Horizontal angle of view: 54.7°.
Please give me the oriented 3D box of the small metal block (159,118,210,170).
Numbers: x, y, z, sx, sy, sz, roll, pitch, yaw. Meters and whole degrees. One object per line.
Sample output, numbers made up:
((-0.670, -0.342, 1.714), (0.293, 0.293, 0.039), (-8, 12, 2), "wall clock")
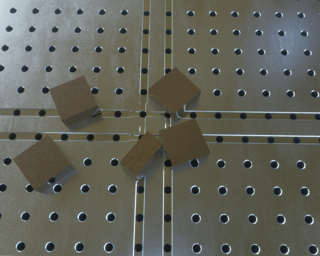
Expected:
((0.031, 0.021, 0.404), (0.050, 0.025, 0.050), (-19, 71, -7), "small metal block")

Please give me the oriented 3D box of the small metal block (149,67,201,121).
((0.020, -0.048, 0.429), (0.050, 0.025, 0.050), (-41, 75, -14), "small metal block")

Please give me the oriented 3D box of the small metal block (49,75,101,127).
((-0.116, -0.037, 0.424), (0.050, 0.025, 0.050), (-24, 72, -9), "small metal block")

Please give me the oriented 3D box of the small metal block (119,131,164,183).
((-0.021, 0.037, 0.385), (0.025, 0.050, 0.050), (37, 74, 12), "small metal block")

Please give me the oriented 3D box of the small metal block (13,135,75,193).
((-0.146, 0.046, 0.393), (0.050, 0.025, 0.050), (-38, 75, -13), "small metal block")
